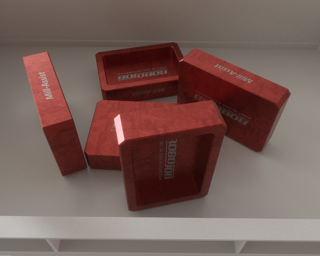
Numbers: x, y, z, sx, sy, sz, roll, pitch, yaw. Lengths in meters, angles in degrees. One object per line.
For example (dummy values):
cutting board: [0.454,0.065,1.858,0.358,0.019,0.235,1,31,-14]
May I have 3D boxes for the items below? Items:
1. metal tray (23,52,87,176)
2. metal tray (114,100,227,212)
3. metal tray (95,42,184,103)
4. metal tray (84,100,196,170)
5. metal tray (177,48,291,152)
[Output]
metal tray: [-0.127,-0.018,0.374,0.030,0.089,0.130,-19,53,-16]
metal tray: [0.008,0.033,0.305,0.091,0.129,0.030,-9,51,-9]
metal tray: [-0.026,-0.085,0.470,0.131,0.030,0.090,-10,51,-9]
metal tray: [-0.020,0.009,0.390,0.131,0.030,0.090,3,50,2]
metal tray: [0.084,-0.034,0.390,0.130,0.089,0.030,31,57,23]
